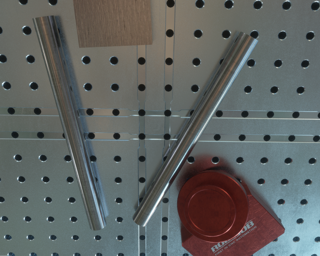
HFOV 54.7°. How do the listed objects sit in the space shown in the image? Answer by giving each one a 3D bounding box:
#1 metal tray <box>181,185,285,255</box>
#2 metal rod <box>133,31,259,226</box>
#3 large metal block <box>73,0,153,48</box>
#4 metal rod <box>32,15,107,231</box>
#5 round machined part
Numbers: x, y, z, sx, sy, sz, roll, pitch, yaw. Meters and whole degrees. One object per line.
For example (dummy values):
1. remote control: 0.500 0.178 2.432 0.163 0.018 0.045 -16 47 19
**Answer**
1. metal tray: 0.108 0.157 0.470 0.130 0.030 0.090 -41 106 13
2. metal rod: 0.039 0.014 0.419 0.025 0.025 0.298 26 108 -10
3. large metal block: -0.050 -0.136 0.349 0.081 0.050 0.079 -3 110 0
4. metal rod: -0.115 0.008 0.414 0.025 0.025 0.298 -8 110 2
5. round machined part: 0.071 0.109 0.424 0.098 0.042 0.097 0 89 18
